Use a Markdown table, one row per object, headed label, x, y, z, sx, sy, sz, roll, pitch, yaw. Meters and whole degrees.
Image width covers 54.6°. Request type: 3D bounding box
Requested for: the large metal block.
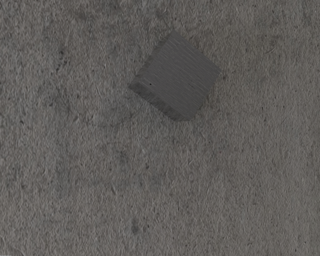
| label | x | y | z | sx | sy | sz | roll | pitch | yaw |
| --- | --- | --- | --- | --- | --- | --- | --- | --- | --- |
| large metal block | 0.019 | -0.064 | 0.402 | 0.080 | 0.050 | 0.080 | 36 | 78 | -17 |
